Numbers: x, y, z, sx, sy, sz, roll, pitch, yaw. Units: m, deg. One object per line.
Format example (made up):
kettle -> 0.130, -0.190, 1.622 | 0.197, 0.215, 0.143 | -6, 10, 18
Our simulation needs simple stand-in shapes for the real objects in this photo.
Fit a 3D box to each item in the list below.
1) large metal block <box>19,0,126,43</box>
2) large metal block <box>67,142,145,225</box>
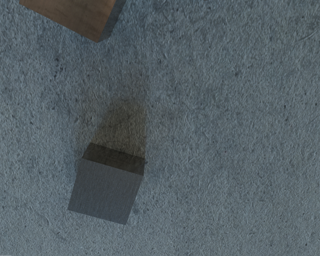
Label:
large metal block -> -0.086, -0.135, 0.330 | 0.080, 0.080, 0.050 | 26, 108, -9
large metal block -> -0.072, 0.076, 0.424 | 0.080, 0.050, 0.079 | 17, 109, -7
